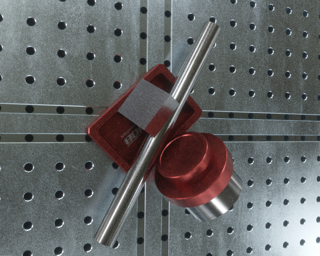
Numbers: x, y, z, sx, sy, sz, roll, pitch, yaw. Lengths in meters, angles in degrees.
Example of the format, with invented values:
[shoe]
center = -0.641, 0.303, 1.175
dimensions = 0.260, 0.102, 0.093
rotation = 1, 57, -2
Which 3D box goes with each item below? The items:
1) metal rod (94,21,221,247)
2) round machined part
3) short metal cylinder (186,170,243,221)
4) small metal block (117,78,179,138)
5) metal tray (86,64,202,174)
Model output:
[metal rod]
center = 0.002, 0.000, 0.382
dimensions = 0.025, 0.025, 0.299
rotation = 30, 80, -18
[round machined part]
center = 0.035, 0.043, 0.377
dimensions = 0.098, 0.098, 0.042
rotation = -48, 127, -14
[short metal cylinder]
center = 0.059, 0.074, 0.405
dimensions = 0.080, 0.080, 0.050
rotation = -45, 105, -15
[small metal block]
center = -0.014, -0.025, 0.372
dimensions = 0.050, 0.050, 0.025
rotation = -54, 145, -3
[metal tray]
center = -0.018, -0.009, 0.403
dimensions = 0.130, 0.030, 0.090
rotation = -45, 104, -15
